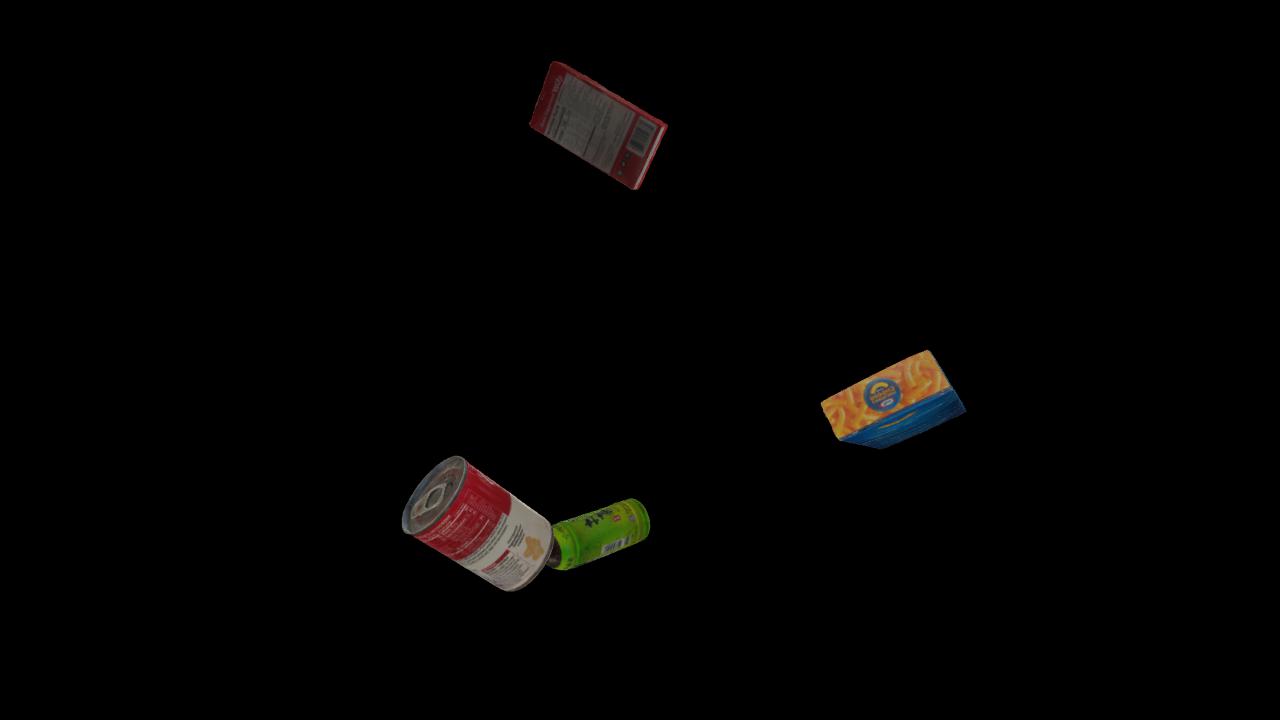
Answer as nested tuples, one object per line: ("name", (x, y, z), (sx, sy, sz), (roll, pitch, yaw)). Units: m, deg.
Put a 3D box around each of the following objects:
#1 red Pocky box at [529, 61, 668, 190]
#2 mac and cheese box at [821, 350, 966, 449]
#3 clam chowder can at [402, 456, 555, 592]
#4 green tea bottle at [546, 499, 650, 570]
("red Pocky box", (-0.050, -0.275, 0.723), (0.155, 0.083, 0.028), (34, 30, 8))
("mac and cheese box", (0.230, 0.042, 0.542), (0.093, 0.041, 0.184), (-29, -23, 22))
("clam chowder can", (-0.126, 0.132, 0.490), (0.068, 0.068, 0.102), (0, -39, 52))
("green tea bottle", (-0.080, 0.265, 0.915), (0.212, 0.073, 0.073), (-8, 6, -44))
